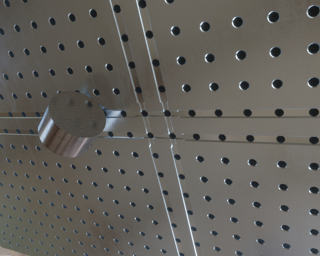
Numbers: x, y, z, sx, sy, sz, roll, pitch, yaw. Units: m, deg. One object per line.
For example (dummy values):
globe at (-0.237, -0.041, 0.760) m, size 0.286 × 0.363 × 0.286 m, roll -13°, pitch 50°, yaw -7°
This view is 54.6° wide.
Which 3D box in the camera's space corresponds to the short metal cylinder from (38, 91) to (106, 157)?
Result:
short metal cylinder at (-0.124, -0.006, 0.438) m, size 0.080 × 0.080 × 0.050 m, roll 42°, pitch 129°, yaw 0°
